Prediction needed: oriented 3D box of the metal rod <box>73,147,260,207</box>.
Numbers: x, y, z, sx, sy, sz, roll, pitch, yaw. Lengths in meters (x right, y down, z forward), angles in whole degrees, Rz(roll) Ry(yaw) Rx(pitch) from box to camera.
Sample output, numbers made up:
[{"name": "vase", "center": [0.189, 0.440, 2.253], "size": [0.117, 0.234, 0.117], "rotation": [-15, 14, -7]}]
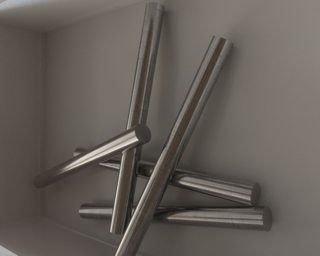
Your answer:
[{"name": "metal rod", "center": [-0.016, 0.057, 0.416], "size": [0.300, 0.025, 0.025], "rotation": [6, 94, 39]}]

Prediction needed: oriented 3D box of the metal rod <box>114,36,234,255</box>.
[{"name": "metal rod", "center": [0.011, 0.037, 0.368], "size": [0.025, 0.025, 0.298], "rotation": [30, 101, 35]}]

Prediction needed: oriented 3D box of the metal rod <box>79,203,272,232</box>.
[{"name": "metal rod", "center": [-0.006, 0.113, 0.408], "size": [0.300, 0.025, 0.025], "rotation": [-10, 84, 39]}]

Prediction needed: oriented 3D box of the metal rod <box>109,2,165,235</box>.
[{"name": "metal rod", "center": [-0.030, -0.013, 0.405], "size": [0.025, 0.025, 0.298], "rotation": [9, 89, 39]}]

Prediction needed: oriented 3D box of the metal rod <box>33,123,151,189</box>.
[{"name": "metal rod", "center": [-0.120, 0.053, 0.469], "size": [0.299, 0.025, 0.025], "rotation": [-25, 75, 42]}]
